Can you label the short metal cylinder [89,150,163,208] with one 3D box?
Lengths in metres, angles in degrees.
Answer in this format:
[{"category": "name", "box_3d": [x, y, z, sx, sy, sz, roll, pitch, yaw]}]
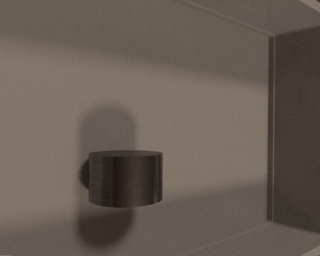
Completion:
[{"category": "short metal cylinder", "box_3d": [-0.037, 0.053, 0.341, 0.081, 0.080, 0.050, 0, 90, -40]}]
